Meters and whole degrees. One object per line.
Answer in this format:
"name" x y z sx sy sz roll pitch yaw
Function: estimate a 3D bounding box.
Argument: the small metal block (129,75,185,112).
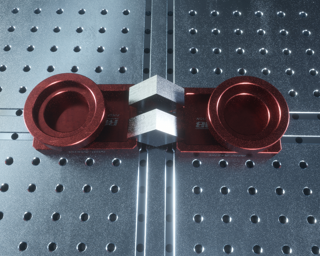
"small metal block" -0.004 -0.040 0.398 0.050 0.050 0.025 -18 63 41

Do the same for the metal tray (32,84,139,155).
"metal tray" -0.095 -0.012 0.414 0.131 0.030 0.090 -1 72 -1

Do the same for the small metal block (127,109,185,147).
"small metal block" -0.005 0.001 0.382 0.050 0.050 0.025 -18 63 41

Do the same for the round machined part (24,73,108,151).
"round machined part" -0.116 -0.017 0.395 0.099 0.042 0.098 0 70 0

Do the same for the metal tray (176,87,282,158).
"metal tray" 0.087 -0.007 0.412 0.131 0.030 0.090 1 70 0

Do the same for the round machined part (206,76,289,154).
"round machined part" 0.108 -0.014 0.395 0.099 0.042 0.098 0 70 0
